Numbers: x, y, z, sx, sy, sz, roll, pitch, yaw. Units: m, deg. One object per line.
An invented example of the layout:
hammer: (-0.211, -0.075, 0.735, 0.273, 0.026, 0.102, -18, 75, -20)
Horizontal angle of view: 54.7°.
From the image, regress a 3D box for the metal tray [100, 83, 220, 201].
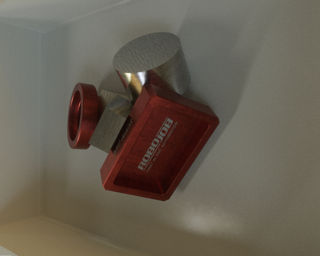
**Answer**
metal tray: (-0.003, 0.023, 0.361, 0.129, 0.091, 0.030, -60, 29, 22)

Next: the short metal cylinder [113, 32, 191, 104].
short metal cylinder: (-0.008, -0.070, 0.366, 0.080, 0.080, 0.050, 21, 147, 38)

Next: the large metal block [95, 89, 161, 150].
large metal block: (-0.041, -0.004, 0.420, 0.080, 0.050, 0.079, 19, 102, 38)

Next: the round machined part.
round machined part: (-0.107, -0.016, 0.464, 0.098, 0.042, 0.098, -19, 68, 60)

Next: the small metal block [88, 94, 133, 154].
small metal block: (-0.055, -0.006, 0.365, 0.025, 0.050, 0.050, 28, 113, -4)
